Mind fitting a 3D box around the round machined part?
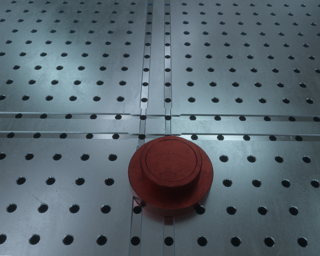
[{"bbox_3d":[0.012,0.047,0.357,0.099,0.042,0.098,0,50,0],"label":"round machined part"}]
